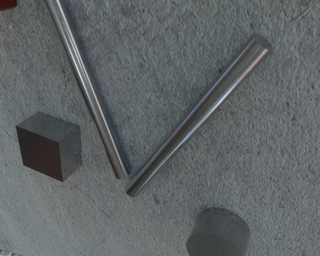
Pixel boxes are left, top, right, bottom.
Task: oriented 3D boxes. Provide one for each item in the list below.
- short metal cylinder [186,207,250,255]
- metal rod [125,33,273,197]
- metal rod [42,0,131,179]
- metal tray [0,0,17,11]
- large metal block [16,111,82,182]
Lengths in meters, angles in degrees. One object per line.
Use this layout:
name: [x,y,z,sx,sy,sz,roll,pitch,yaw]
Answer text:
short metal cylinder: [0.084,0.162,0.446,0.080,0.050,0.079,13,124,20]
metal rod: [0.028,0.007,0.395,0.025,0.025,0.298,39,129,1]
metal rod: [-0.099,-0.059,0.420,0.025,0.025,0.298,-4,117,29]
metal tray: [-0.227,-0.223,0.382,0.090,0.030,0.129,25,127,12]
large metal block: [-0.176,0.029,0.499,0.080,0.050,0.079,18,126,17]
